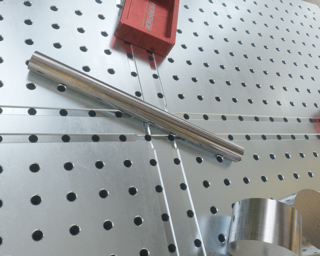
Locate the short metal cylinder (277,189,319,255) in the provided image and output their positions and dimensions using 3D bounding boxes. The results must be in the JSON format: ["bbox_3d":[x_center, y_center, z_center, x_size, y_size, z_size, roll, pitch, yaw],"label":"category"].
[{"bbox_3d":[0.193,0.128,0.417,0.081,0.050,0.080,14,56,-21],"label":"short metal cylinder"}]

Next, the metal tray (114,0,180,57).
[{"bbox_3d":[-0.017,-0.186,0.508,0.091,0.030,0.130,19,54,-18],"label":"metal tray"}]

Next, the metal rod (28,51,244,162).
[{"bbox_3d":[-0.021,-0.022,0.410,0.302,0.025,0.025,24,53,-14],"label":"metal rod"}]

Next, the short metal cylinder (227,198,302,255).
[{"bbox_3d":[0.123,0.125,0.363,0.080,0.080,0.050,29,52,-10],"label":"short metal cylinder"}]
